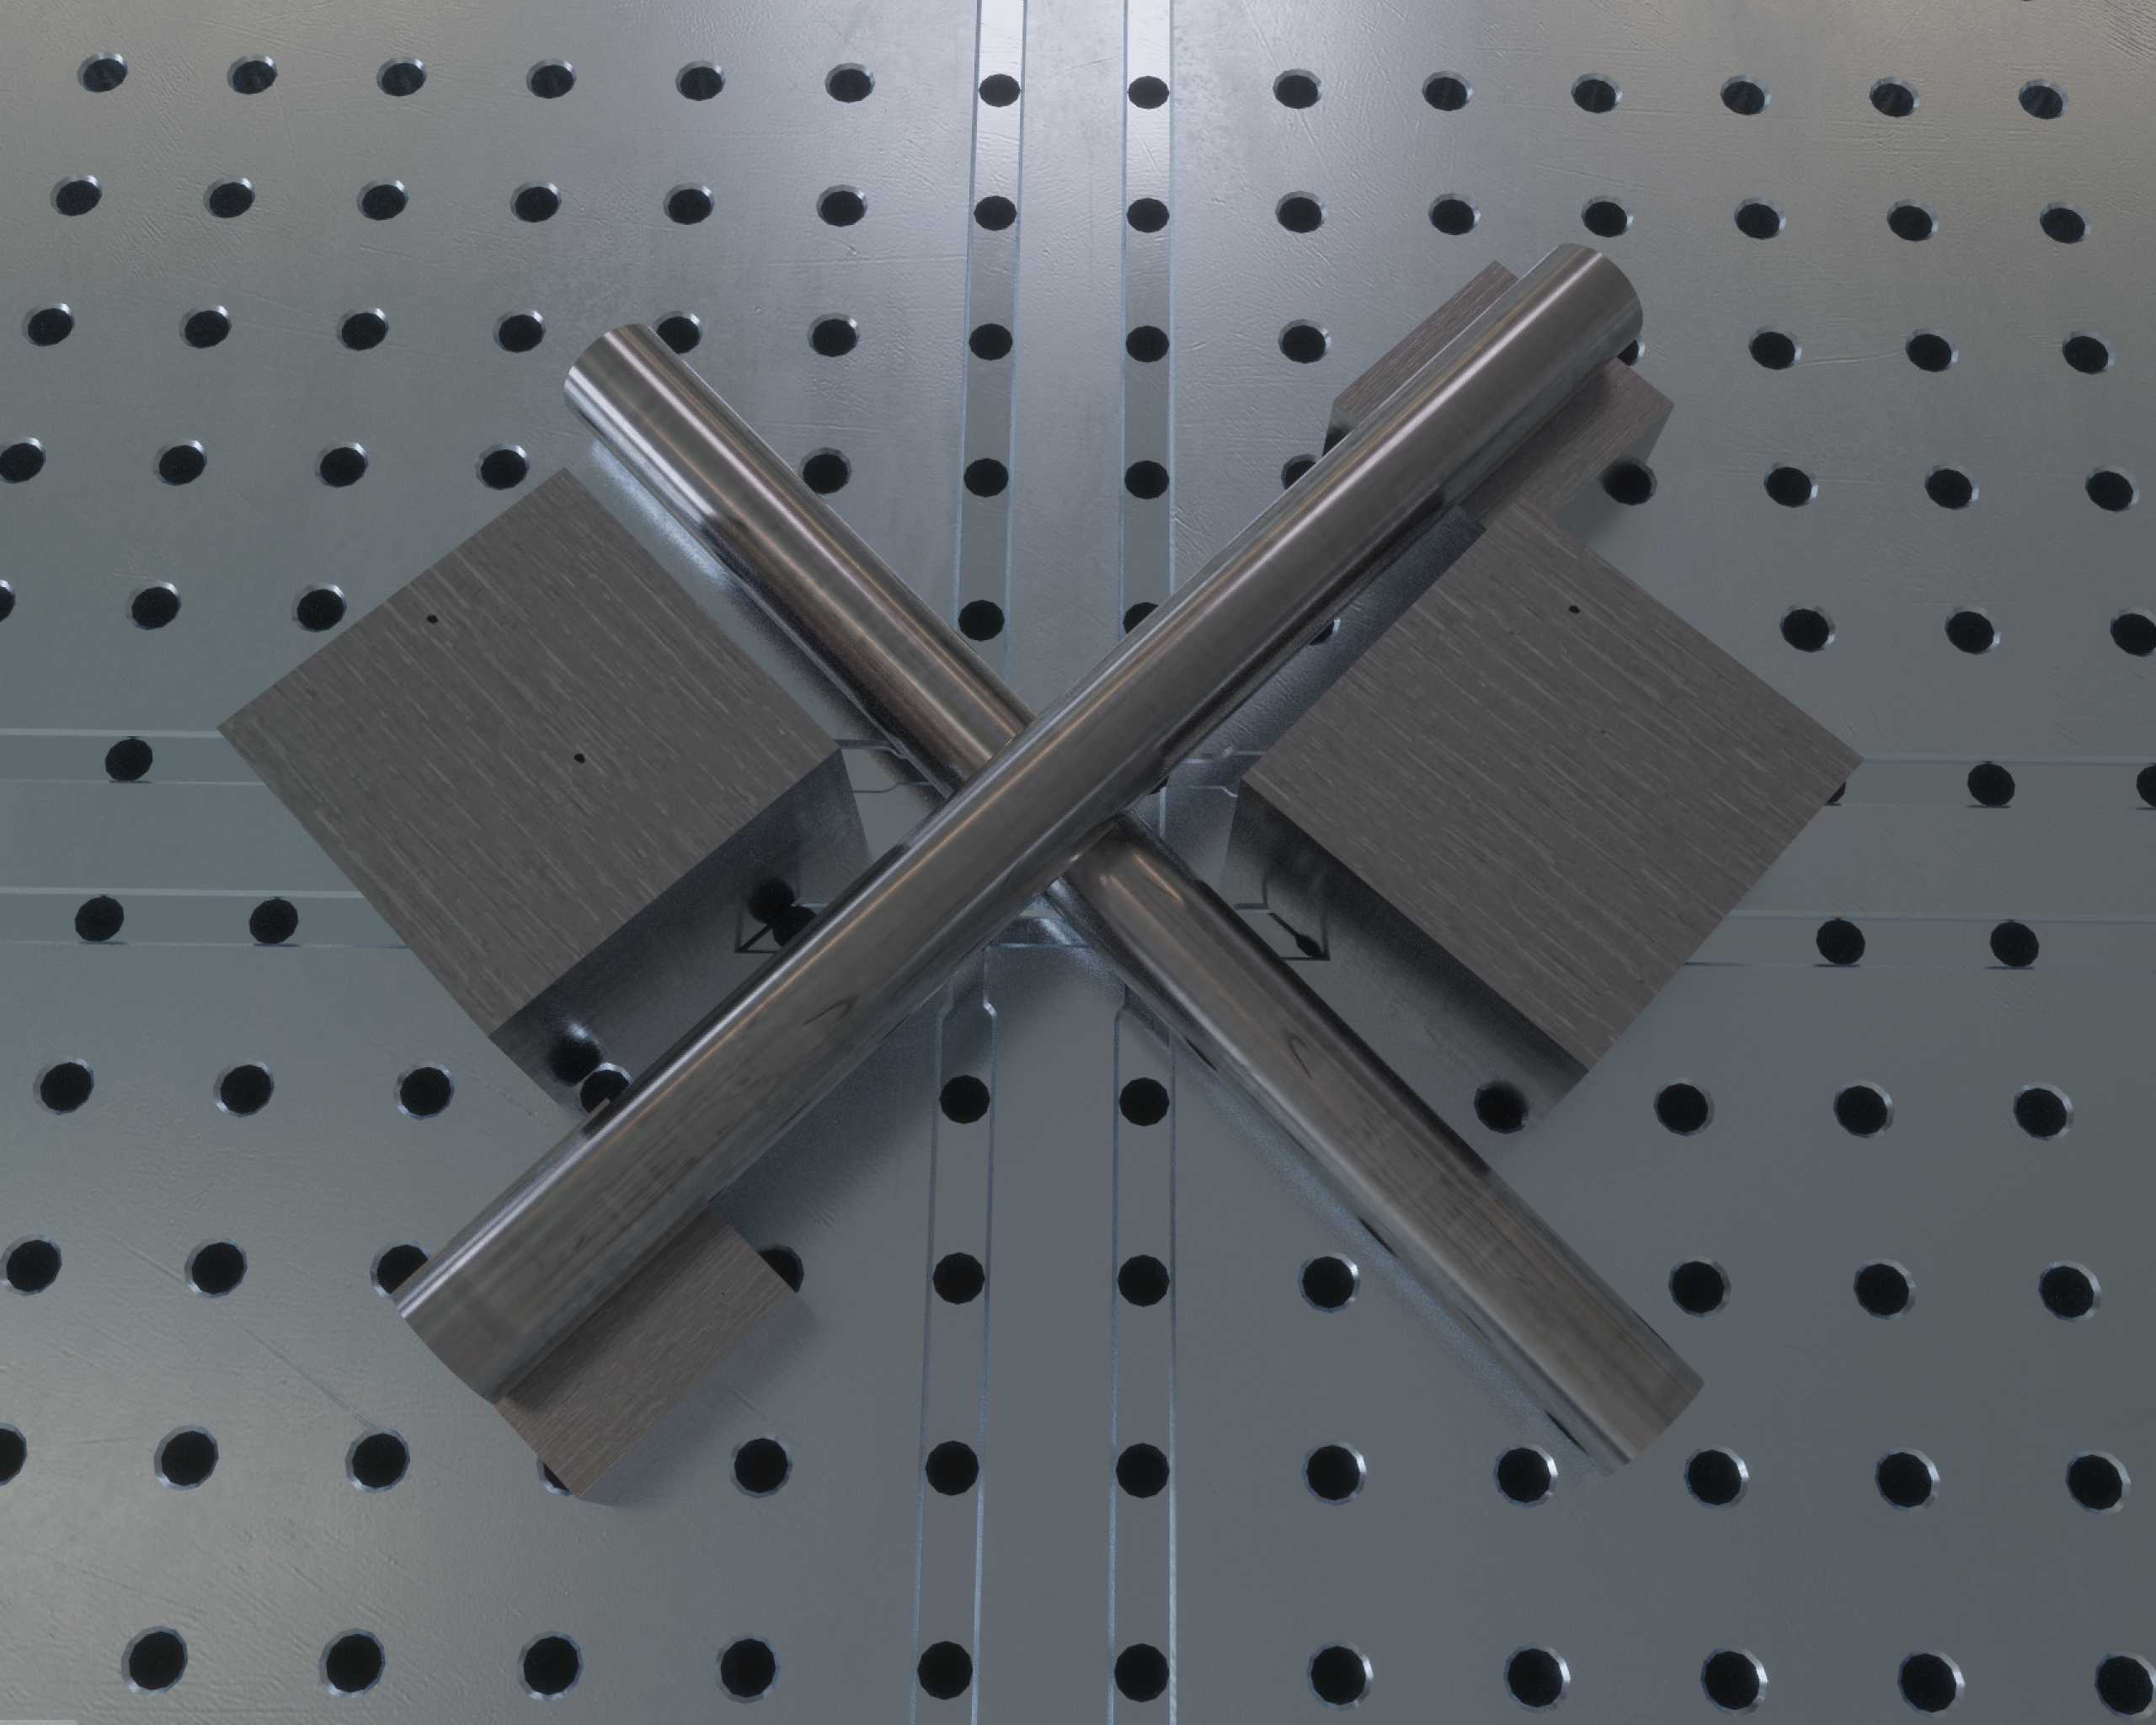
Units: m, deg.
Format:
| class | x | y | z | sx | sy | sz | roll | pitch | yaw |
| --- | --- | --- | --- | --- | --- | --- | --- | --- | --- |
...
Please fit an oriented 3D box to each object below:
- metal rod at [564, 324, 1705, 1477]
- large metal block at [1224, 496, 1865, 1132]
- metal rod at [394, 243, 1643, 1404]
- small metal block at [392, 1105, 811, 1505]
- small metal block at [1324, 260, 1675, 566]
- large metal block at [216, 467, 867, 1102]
| class | x | y | z | sx | sy | sz | roll | pitch | yaw |
| --- | --- | --- | --- | --- | --- | --- | --- | --- | --- |
| metal rod | 0.002 | -0.002 | 0.411 | 0.025 | 0.025 | 0.300 | -41 | 75 | -13 |
| large metal block | 0.087 | -0.009 | 0.402 | 0.080 | 0.050 | 0.080 | 41 | 75 | 13 |
| metal rod | -0.001 | -0.017 | 0.391 | 0.301 | 0.025 | 0.025 | -43 | 76 | -14 |
| small metal block | -0.086 | 0.080 | 0.382 | 0.050 | 0.025 | 0.050 | 43 | 75 | 14 |
| small metal block | 0.089 | -0.092 | 0.446 | 0.050 | 0.025 | 0.050 | -42 | 76 | -14 |
| large metal block | -0.100 | -0.014 | 0.403 | 0.080 | 0.050 | 0.080 | -41 | 75 | -14 |
